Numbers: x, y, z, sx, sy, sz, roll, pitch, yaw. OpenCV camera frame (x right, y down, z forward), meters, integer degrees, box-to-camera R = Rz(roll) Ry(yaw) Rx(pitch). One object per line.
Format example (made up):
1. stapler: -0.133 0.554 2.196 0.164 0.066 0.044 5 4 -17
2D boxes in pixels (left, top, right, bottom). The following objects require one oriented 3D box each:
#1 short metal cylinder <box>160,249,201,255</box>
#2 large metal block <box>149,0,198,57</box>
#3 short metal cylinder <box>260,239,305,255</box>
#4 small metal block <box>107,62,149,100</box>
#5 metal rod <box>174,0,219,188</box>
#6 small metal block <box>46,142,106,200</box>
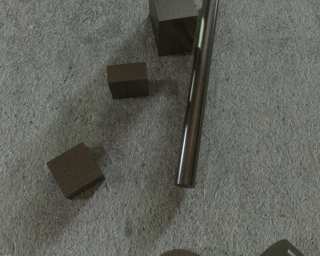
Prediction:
1. short metal cylinder: 0.022 0.173 0.332 0.081 0.050 0.080 0 70 0
2. large metal block: 0.016 -0.161 0.438 0.050 0.080 0.080 -10 71 -4
3. short metal cylinder: 0.126 0.164 0.321 0.050 0.080 0.080 42 75 13
4. small metal block: -0.042 -0.063 0.417 0.050 0.050 0.025 -6 70 -3
5. metal rod: 0.055 -0.067 0.433 0.025 0.025 0.299 9 70 3
6. small metal block: -0.104 0.054 0.387 0.050 0.025 0.050 -32 73 -11
